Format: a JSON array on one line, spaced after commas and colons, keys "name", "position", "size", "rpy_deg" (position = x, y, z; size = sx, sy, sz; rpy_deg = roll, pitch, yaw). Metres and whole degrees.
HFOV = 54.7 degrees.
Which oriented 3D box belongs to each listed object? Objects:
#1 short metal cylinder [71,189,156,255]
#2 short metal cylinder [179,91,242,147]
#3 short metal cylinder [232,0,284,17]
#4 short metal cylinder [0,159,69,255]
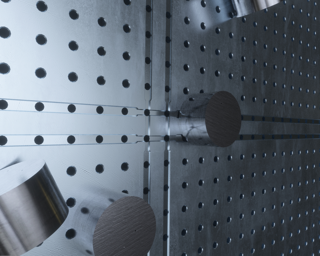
[{"name": "short metal cylinder", "position": [-0.051, 0.113, 0.350], "size": [0.081, 0.050, 0.079], "rpy_deg": [0, 90, -40]}, {"name": "short metal cylinder", "position": [0.075, -0.013, 0.455], "size": [0.081, 0.050, 0.079], "rpy_deg": [0, 90, -40]}, {"name": "short metal cylinder", "position": [0.156, -0.220, 0.503], "size": [0.081, 0.080, 0.050], "rpy_deg": [-36, 112, -34]}, {"name": "short metal cylinder", "position": [-0.127, 0.068, 0.266], "size": [0.081, 0.080, 0.050], "rpy_deg": [-32, 110, -35]}]
